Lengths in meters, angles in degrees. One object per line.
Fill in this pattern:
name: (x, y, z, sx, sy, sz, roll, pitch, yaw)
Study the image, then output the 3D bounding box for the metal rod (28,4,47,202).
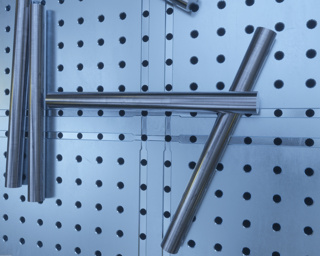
metal rod: (-0.189, -0.038, 0.477, 0.025, 0.025, 0.298, 1, 90, 19)

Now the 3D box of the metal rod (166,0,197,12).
metal rod: (-0.078, -0.243, 0.438, 0.300, 0.025, 0.025, 35, 101, 16)

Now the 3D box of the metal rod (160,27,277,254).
metal rod: (0.069, 0.021, 0.387, 0.025, 0.025, 0.298, 25, 98, 18)

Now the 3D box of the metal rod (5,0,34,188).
metal rod: (-0.222, -0.056, 0.488, 0.025, 0.025, 0.298, 5, 92, 19)

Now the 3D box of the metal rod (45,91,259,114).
metal rod: (-0.028, -0.035, 0.406, 0.301, 0.025, 0.025, 3, 91, 25)
